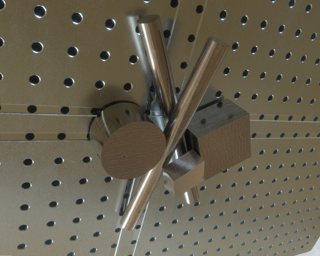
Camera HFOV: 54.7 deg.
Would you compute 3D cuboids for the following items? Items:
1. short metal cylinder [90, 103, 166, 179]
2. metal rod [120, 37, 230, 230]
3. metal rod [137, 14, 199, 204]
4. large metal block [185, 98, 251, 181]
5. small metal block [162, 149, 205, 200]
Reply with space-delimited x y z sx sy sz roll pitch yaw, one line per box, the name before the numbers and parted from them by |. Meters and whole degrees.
short metal cylinder | -0.040 0.016 0.378 0.081 0.050 0.079 -14 125 -21
metal rod | 0.007 0.026 0.402 0.025 0.025 0.298 6 123 -32
metal rod | 0.020 0.000 0.417 0.025 0.025 0.298 -25 128 -13
large metal block | 0.081 0.016 0.444 0.081 0.050 0.080 -25 128 -14
small metal block | 0.033 0.064 0.423 0.050 0.025 0.050 -30 144 -19
